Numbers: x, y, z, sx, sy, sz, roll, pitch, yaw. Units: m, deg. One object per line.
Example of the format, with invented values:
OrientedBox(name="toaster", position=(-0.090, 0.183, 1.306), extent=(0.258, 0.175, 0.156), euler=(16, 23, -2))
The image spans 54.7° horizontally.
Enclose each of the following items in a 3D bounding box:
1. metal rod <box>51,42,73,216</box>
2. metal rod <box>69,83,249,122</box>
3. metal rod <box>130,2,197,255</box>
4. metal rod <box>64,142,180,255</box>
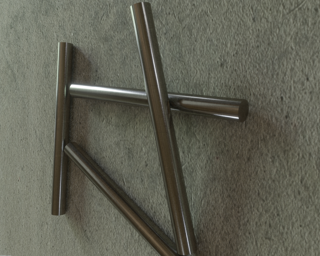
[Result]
OrientedBox(name="metal rod", position=(-0.172, 0.003, 0.543), extent=(0.025, 0.025, 0.298), euler=(6, 94, 39))
OrientedBox(name="metal rod", position=(-0.026, -0.041, 0.424), extent=(0.300, 0.025, 0.025), euler=(11, 97, 39))
OrientedBox(name="metal rod", position=(0.005, 0.002, 0.371), extent=(0.025, 0.025, 0.298), euler=(-9, 93, 39))
OrientedBox(name="metal rod", position=(-0.051, 0.110, 0.444), extent=(0.300, 0.025, 0.025), euler=(37, 113, 33))
